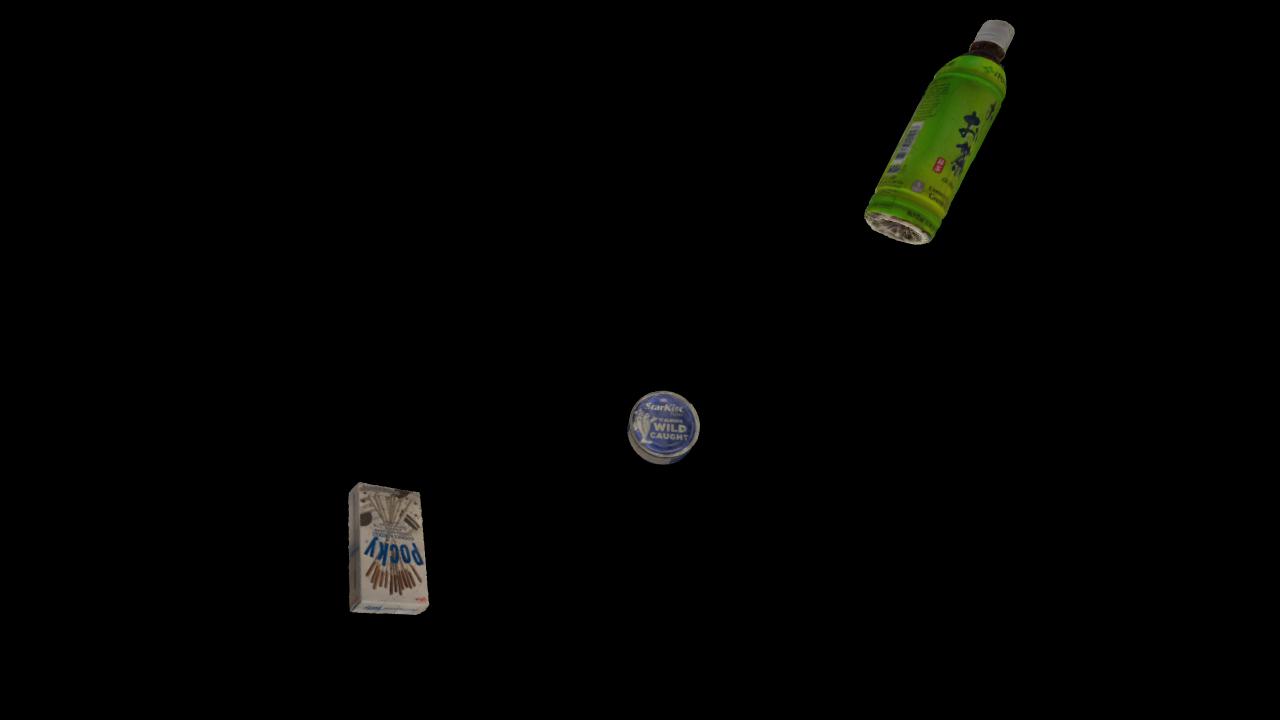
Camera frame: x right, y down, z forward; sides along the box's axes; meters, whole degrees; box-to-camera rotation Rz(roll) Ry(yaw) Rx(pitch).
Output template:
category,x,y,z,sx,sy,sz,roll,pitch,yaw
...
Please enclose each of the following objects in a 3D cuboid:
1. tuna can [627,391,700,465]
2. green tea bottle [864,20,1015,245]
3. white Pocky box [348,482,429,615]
category,x,y,z,sx,sy,sz,roll,pitch,yaw
tuna can,0.027,0.081,0.733,0.084,0.084,0.034,0,-27,-8
green tea bottle,0.293,-0.220,0.589,0.073,0.212,0.073,24,5,-2
white Pocky box,-0.298,0.220,0.726,0.084,0.154,0.028,25,-59,-42
